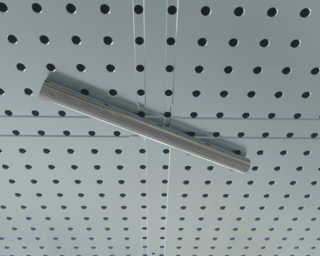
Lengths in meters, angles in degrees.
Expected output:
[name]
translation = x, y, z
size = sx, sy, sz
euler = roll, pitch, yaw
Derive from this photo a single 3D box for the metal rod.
[metal rod]
translation = -0.007, 0.005, 0.416
size = 0.302, 0.025, 0.025
euler = 21, 127, -18
